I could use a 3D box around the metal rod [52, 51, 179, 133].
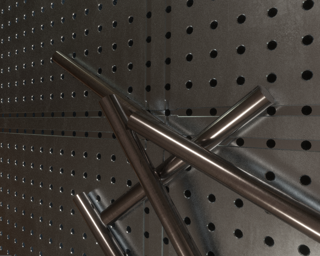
[{"bbox_3d":[-0.080,-0.054,0.472,0.300,0.025,0.025,36,112,33],"label":"metal rod"}]

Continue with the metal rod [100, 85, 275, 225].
[{"bbox_3d":[0.015,0.051,0.395,0.299,0.025,0.025,-42,65,31],"label":"metal rod"}]

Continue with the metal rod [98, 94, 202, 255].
[{"bbox_3d":[0.002,0.091,0.378,0.025,0.025,0.299,-37,76,34],"label":"metal rod"}]

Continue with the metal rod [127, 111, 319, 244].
[{"bbox_3d":[0.083,0.055,0.316,0.300,0.025,0.025,30,109,28],"label":"metal rod"}]

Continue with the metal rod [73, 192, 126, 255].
[{"bbox_3d":[-0.045,0.213,0.444,0.300,0.025,0.025,48,118,29],"label":"metal rod"}]
